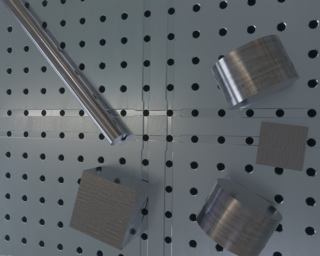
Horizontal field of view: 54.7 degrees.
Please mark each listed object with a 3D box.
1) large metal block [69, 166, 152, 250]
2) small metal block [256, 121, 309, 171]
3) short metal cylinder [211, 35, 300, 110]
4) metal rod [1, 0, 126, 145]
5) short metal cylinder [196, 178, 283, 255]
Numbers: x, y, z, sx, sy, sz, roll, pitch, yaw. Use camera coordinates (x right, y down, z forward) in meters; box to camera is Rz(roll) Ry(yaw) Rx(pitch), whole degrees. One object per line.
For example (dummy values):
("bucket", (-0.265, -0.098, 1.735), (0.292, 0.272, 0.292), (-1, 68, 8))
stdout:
("large metal block", (-0.067, 0.105, 0.423), (0.080, 0.050, 0.080), (17, 96, 19))
("small metal block", (0.142, 0.020, 0.363), (0.050, 0.025, 0.050), (8, 93, 19))
("short metal cylinder", (0.105, -0.060, 0.346), (0.080, 0.080, 0.050), (-26, 82, 18))
("metal rod", (-0.151, -0.097, 0.465), (0.025, 0.025, 0.300), (-43, 77, 15))
("short metal cylinder", (0.089, 0.100, 0.352), (0.080, 0.080, 0.050), (30, 100, 17))
